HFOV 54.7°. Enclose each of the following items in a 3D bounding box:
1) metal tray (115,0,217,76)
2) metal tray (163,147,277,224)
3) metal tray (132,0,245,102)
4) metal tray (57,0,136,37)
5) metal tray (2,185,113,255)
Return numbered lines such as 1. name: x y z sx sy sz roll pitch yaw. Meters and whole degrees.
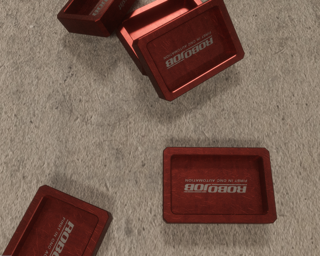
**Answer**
1. metal tray: 0.010 -0.145 0.458 0.131 0.030 0.090 -29 73 -11
2. metal tray: 0.069 0.070 0.380 0.131 0.030 0.090 0 70 -1
3. metal tray: 0.040 -0.106 0.418 0.131 0.030 0.090 -32 109 -10
4. metal tray: -0.080 -0.195 0.456 0.090 0.030 0.130 18 69 33
5. metal tray: -0.122 0.142 0.352 0.090 0.030 0.130 21 71 7
